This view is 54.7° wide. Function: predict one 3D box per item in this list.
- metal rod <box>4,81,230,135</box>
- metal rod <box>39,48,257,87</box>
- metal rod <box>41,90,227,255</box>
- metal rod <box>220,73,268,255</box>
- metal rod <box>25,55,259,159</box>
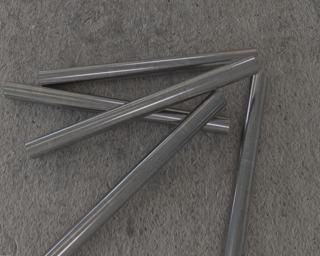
[{"bbox_3d":[-0.059,-0.027,0.417,0.302,0.025,0.025,9,70,3],"label":"metal rod"},{"bbox_3d":[-0.014,-0.086,0.439,0.302,0.025,0.025,-7,70,-3],"label":"metal rod"},{"bbox_3d":[-0.032,0.064,0.369,0.301,0.025,0.025,-44,76,-9],"label":"metal rod"},{"bbox_3d":[0.103,0.065,0.384,0.025,0.025,0.299,13,70,5],"label":"metal rod"},{"bbox_3d":[-0.025,-0.025,0.389,0.301,0.025,0.025,-21,71,3],"label":"metal rod"}]
